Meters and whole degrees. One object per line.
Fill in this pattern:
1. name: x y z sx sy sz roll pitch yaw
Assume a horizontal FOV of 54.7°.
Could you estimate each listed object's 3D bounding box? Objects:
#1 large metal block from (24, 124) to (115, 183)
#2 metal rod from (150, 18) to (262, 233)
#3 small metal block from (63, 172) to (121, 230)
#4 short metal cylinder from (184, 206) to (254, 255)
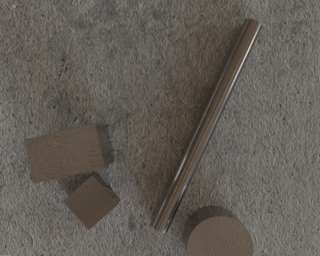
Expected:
1. large metal block: -0.106 0.028 0.381 0.080 0.080 0.050 -12 90 0
2. metal rod: 0.061 -0.003 0.410 0.025 0.025 0.299 25 90 -1
3. small metal block: -0.089 0.096 0.409 0.050 0.025 0.050 -42 91 0
4. short metal cylinder: 0.073 0.146 0.399 0.081 0.050 0.079 0 90 -1
